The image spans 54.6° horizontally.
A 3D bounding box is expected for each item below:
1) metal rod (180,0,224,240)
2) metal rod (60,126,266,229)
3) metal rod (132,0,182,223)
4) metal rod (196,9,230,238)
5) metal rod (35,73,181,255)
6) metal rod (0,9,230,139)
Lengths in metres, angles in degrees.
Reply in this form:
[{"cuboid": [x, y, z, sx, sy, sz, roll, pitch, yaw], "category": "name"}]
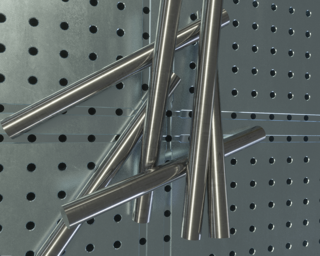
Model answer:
[{"cuboid": [0.051, -0.020, 0.372, 0.025, 0.025, 0.299, 6, 88, -20], "category": "metal rod"}, {"cuboid": [0.027, 0.049, 0.389, 0.302, 0.025, 0.025, -18, 97, -32], "category": "metal rod"}, {"cuboid": [-0.004, -0.027, 0.376, 0.025, 0.025, 0.298, 4, 102, -20], "category": "metal rod"}, {"cuboid": [0.066, -0.017, 0.398, 0.025, 0.025, 0.299, 4, 74, -20], "category": "metal rod"}, {"cuboid": [-0.065, 0.052, 0.388, 0.025, 0.025, 0.300, 38, 78, -16], "category": "metal rod"}, {"cuboid": [-0.044, -0.072, 0.378, 0.301, 0.025, 0.025, -30, 100, -11], "category": "metal rod"}]
